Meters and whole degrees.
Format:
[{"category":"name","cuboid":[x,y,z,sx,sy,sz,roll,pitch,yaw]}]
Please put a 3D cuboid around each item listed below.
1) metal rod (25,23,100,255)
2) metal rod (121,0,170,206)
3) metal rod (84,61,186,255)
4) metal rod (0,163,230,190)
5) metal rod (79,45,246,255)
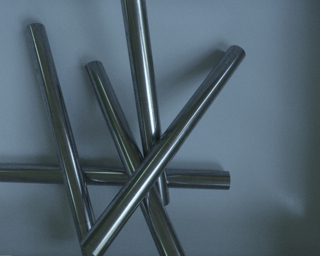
[{"category":"metal rod","cuboid":[-0.123,0.009,0.391,0.025,0.025,0.299,-17,83,0]},{"category":"metal rod","cuboid":[-0.017,-0.045,0.342,0.025,0.025,0.298,-7,110,0]},{"category":"metal rod","cuboid":[-0.028,0.045,0.359,0.025,0.025,0.299,-25,69,0]},{"category":"metal rod","cuboid":[-0.060,0.064,0.410,0.302,0.025,0.025,2,90,0]},{"category":"metal rod","cuboid":[0.018,0.008,0.353,0.025,0.025,0.301,38,66,0]}]
